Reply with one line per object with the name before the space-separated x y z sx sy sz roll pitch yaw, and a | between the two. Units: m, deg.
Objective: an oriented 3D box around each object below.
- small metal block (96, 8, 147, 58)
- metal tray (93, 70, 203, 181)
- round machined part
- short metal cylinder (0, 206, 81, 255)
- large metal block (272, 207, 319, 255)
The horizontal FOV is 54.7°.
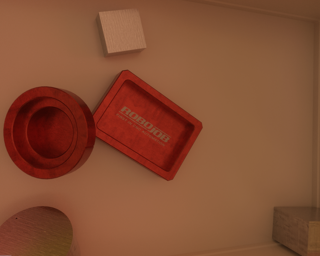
small metal block | -0.049 -0.120 0.393 0.050 0.025 0.050 -14 95 -20
metal tray | -0.019 -0.002 0.401 0.130 0.030 0.090 34 79 -17
round machined part | -0.116 0.005 0.343 0.098 0.042 0.097 0 91 12
short metal cylinder | -0.129 0.131 0.327 0.081 0.080 0.050 -18 137 -20
large metal block | 0.228 0.153 0.463 0.081 0.080 0.050 4 89 -14
